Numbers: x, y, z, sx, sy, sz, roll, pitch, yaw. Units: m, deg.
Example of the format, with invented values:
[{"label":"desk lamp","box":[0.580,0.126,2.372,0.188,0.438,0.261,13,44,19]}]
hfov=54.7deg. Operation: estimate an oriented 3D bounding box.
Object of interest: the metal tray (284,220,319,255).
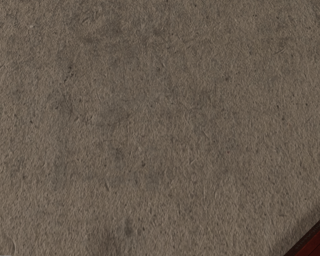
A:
[{"label":"metal tray","box":[0.203,0.158,0.350,0.131,0.030,0.090,-37,75,-13]}]
